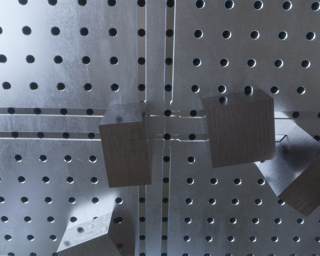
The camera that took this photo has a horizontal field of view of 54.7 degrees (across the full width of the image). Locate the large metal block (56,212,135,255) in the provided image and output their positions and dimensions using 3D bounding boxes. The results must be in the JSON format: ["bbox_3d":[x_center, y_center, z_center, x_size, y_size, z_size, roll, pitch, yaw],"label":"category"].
[{"bbox_3d":[-0.093,0.186,0.467,0.080,0.050,0.080,-23,109,7],"label":"large metal block"}]

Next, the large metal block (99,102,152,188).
[{"bbox_3d":[-0.039,0.018,0.390,0.050,0.080,0.079,-5,110,1],"label":"large metal block"}]

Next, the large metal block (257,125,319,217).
[{"bbox_3d":[0.186,0.053,0.406,0.050,0.080,0.080,35,106,-12],"label":"large metal block"}]

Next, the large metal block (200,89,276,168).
[{"bbox_3d":[0.100,0.000,0.401,0.080,0.050,0.079,-9,110,3],"label":"large metal block"}]
